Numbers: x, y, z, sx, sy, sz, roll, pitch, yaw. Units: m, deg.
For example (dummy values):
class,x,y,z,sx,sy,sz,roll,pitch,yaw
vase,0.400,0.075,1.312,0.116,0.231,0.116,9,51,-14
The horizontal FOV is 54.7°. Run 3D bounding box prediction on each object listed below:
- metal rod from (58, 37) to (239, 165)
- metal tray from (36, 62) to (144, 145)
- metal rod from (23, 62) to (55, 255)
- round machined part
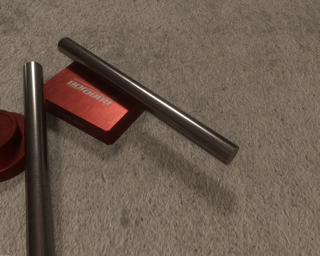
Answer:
class,x,y,z,sx,sy,sz,roll,pitch,yaw
metal rod,-0.032,-0.047,0.402,0.300,0.025,0.025,35,58,25
metal tray,-0.094,-0.041,0.433,0.130,0.030,0.090,26,55,20
metal rod,-0.137,0.040,0.345,0.025,0.025,0.299,-11,58,-9
round machined part,-0.203,0.015,0.377,0.099,0.042,0.098,0,50,0
